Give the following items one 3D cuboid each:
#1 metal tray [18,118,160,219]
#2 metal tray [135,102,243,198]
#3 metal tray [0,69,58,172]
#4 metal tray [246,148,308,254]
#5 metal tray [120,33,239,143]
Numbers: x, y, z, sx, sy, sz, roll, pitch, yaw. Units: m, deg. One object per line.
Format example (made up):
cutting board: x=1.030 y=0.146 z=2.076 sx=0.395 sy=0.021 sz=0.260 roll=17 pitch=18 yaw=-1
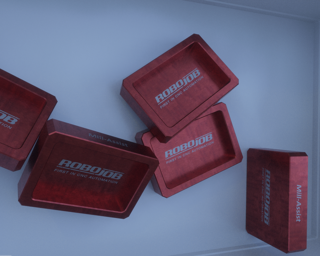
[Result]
metal tray: x=-0.077 y=0.051 z=0.347 sx=0.131 sy=0.030 sz=0.090 roll=19 pitch=107 yaw=-33
metal tray: x=0.042 y=0.027 z=0.424 sx=0.131 sy=0.030 sz=0.090 roll=-22 pitch=98 yaw=-19
metal tray: x=-0.185 y=-0.023 z=0.315 sx=0.131 sy=0.030 sz=0.090 roll=28 pitch=48 yaw=-19
metal tray: x=0.162 y=0.096 z=0.437 sx=0.030 sy=0.090 sz=0.129 roll=1 pitch=90 yaw=-20
metal tray: x=0.026 y=-0.053 z=0.398 sx=0.131 sy=0.030 sz=0.090 roll=-38 pitch=85 yaw=-21
